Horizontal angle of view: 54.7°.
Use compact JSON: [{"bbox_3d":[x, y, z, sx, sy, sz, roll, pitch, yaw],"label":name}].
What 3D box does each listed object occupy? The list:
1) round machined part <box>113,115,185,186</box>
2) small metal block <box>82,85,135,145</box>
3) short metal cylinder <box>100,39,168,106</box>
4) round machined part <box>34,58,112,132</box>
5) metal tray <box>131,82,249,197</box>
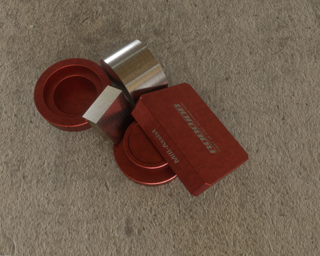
[{"bbox_3d":[-0.010,0.022,0.392,0.099,0.042,0.098,0,70,-1],"label":"round machined part"},{"bbox_3d":[-0.059,-0.015,0.382,0.025,0.050,0.050,23,69,34],"label":"small metal block"},{"bbox_3d":[-0.034,-0.068,0.405,0.050,0.080,0.080,-36,74,-12],"label":"short metal cylinder"},{"bbox_3d":[-0.111,-0.040,0.414,0.099,0.042,0.098,0,70,-1],"label":"round machined part"},{"bbox_3d":[0.037,0.008,0.381,0.091,0.030,0.130,-22,68,-42],"label":"metal tray"}]
